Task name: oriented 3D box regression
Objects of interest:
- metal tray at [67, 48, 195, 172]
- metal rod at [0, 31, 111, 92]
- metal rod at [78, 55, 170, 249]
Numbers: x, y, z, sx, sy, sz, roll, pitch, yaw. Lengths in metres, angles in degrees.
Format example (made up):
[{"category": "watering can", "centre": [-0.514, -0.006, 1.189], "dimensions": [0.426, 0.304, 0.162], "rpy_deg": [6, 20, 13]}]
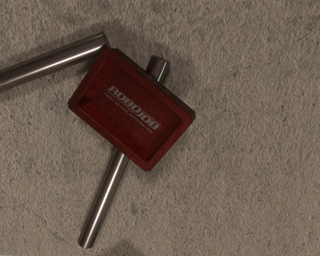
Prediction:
[{"category": "metal tray", "centre": [-0.035, -0.022, 0.372], "dimensions": [0.130, 0.030, 0.090], "rpy_deg": [40, 109, 2]}, {"category": "metal rod", "centre": [-0.206, -0.056, 0.386], "dimensions": [0.301, 0.025, 0.025], "rpy_deg": [-19, 109, 6]}, {"category": "metal rod", "centre": [-0.056, 0.045, 0.425], "dimensions": [0.025, 0.025, 0.298], "rpy_deg": [21, 109, -8]}]
